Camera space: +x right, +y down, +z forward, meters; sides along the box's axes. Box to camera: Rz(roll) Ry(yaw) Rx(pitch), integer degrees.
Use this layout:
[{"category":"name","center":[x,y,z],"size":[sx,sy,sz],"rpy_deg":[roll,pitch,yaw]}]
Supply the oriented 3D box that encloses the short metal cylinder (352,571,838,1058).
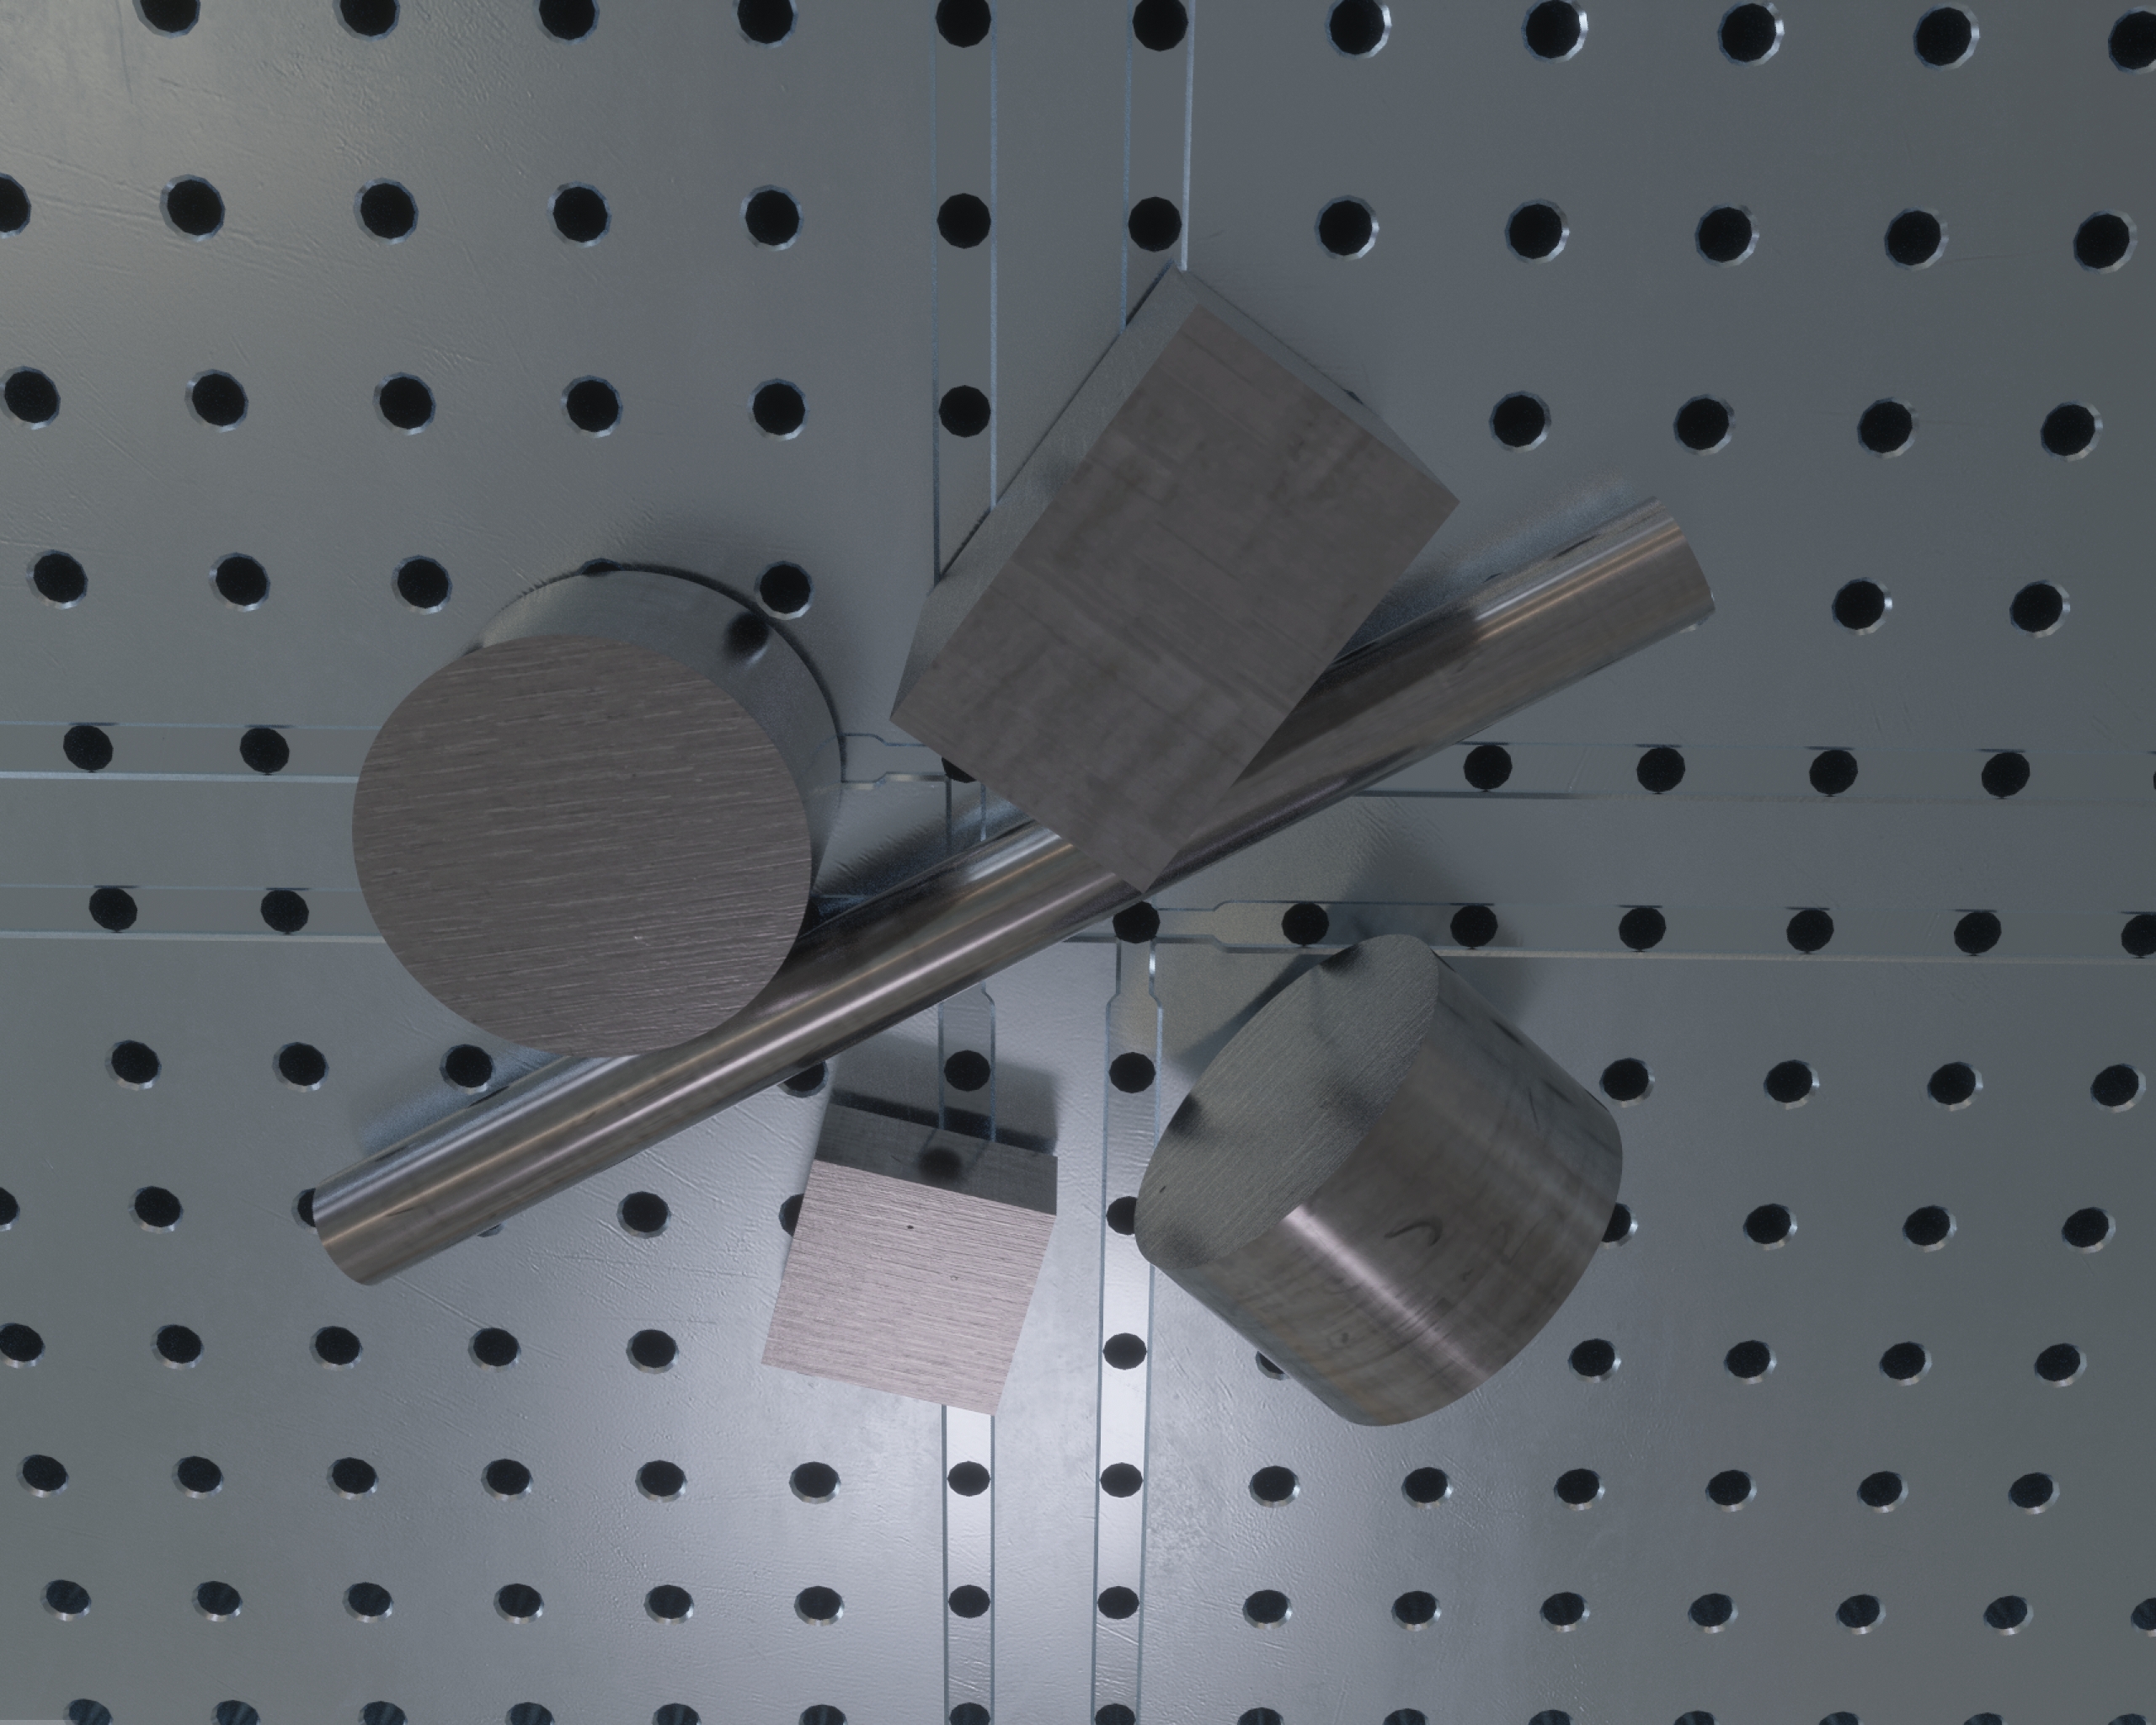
[{"category":"short metal cylinder","center":[-0.087,-0.010,0.391],"size":[0.081,0.050,0.079],"rpy_deg":[0,110,0]}]

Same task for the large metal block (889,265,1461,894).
[{"category":"large metal block","center":[0.014,-0.053,0.361],"size":[0.050,0.080,0.080],"rpy_deg":[35,106,-12]}]

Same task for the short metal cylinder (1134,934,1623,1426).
[{"category":"short metal cylinder","center":[0.057,0.060,0.403],"size":[0.050,0.080,0.080],"rpy_deg":[42,105,-14]}]

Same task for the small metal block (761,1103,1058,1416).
[{"category":"small metal block","center":[-0.035,0.084,0.440],"size":[0.050,0.025,0.050],"rpy_deg":[14,109,-6]}]

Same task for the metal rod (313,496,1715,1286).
[{"category":"metal rod","center":[-0.019,0.010,0.413],"size":[0.301,0.025,0.025],"rpy_deg":[-27,108,9]}]
